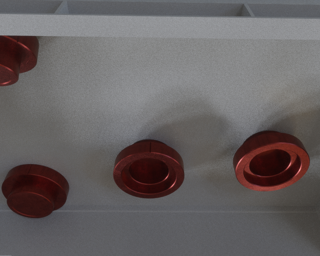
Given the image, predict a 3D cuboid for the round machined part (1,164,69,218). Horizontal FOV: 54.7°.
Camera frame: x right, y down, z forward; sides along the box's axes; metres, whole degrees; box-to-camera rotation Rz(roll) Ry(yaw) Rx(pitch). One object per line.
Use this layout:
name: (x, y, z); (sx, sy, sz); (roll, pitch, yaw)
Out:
round machined part: (-0.197, 0.105, 0.485); (0.099, 0.042, 0.097); (0, 130, 0)

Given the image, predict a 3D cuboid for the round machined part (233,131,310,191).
round machined part: (0.152, 0.042, 0.435); (0.099, 0.042, 0.097); (0, 130, 0)

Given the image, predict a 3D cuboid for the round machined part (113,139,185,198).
round machined part: (-0.015, 0.054, 0.444); (0.099, 0.042, 0.097); (0, 130, 0)

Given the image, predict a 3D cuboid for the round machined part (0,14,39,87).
round machined part: (-0.173, -0.073, 0.303); (0.099, 0.042, 0.098); (0, 165, 0)
